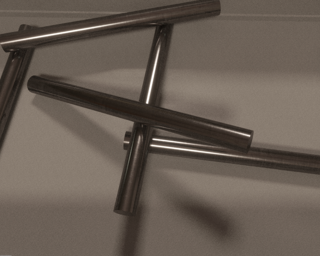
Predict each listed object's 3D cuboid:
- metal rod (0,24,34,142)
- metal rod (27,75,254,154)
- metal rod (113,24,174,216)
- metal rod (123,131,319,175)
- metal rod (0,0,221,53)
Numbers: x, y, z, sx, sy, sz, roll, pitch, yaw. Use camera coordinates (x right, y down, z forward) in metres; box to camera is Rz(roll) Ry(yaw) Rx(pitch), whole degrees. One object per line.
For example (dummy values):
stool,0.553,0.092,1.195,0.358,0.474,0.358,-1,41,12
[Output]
metal rod,-0.217,-0.007,0.409,0.025,0.025,0.299,8,70,2
metal rod,-0.042,-0.023,0.371,0.301,0.025,0.025,16,70,23
metal rod,-0.014,-0.039,0.403,0.025,0.025,0.299,9,63,3
metal rod,0.105,0.035,0.398,0.302,0.025,0.025,7,70,2
metal rod,-0.065,-0.145,0.432,0.302,0.025,0.025,-11,71,-4
